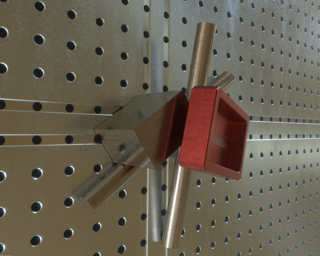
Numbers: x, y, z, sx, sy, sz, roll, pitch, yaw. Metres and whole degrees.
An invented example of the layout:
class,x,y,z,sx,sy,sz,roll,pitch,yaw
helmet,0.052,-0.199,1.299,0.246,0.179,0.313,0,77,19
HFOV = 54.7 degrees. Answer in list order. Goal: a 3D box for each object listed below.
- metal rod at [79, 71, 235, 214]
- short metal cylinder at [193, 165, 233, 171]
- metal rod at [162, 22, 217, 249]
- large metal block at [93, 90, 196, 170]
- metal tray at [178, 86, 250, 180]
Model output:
class,x,y,z,sx,sy,sz,roll,pitch,yaw
metal rod,0.015,0.002,0.424,0.302,0.025,0.025,-41,115,-32
short metal cylinder,0.072,0.026,0.454,0.081,0.050,0.079,0,90,-40
metal rod,0.038,0.013,0.413,0.025,0.025,0.298,5,96,-40
large metal block,-0.015,0.000,0.361,0.080,0.080,0.050,-41,116,-32
metal tray,0.072,0.012,0.376,0.130,0.030,0.090,25,74,-57
